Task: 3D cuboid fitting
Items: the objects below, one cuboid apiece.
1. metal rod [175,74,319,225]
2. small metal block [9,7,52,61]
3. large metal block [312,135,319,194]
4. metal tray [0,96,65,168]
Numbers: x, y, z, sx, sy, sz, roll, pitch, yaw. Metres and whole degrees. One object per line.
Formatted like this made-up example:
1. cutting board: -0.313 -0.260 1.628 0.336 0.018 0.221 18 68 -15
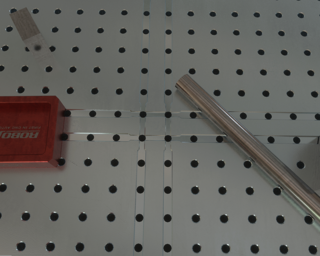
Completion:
1. metal rod: 0.132 0.037 0.399 0.025 0.025 0.300 -41 75 -14
2. small metal block: -0.185 -0.134 0.445 0.025 0.050 0.050 -29 73 -10
3. large metal block: 0.231 0.040 0.371 0.050 0.080 0.080 16 71 5
4. metal tray: -0.197 0.005 0.404 0.131 0.030 0.090 -1 70 -1
